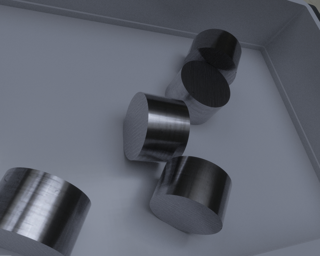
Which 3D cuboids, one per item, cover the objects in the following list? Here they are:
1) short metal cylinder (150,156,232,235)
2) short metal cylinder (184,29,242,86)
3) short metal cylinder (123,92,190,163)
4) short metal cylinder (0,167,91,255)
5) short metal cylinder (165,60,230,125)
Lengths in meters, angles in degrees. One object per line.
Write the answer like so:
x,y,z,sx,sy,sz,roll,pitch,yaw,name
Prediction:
0.035,0.076,0.345,0.080,0.080,0.050,32,52,-8,short metal cylinder
0.082,-0.105,0.481,0.080,0.080,0.050,30,52,-10,short metal cylinder
-0.007,0.001,0.368,0.050,0.080,0.080,9,58,-24,short metal cylinder
-0.107,0.077,0.266,0.080,0.080,0.050,27,52,-12,short metal cylinder
0.054,-0.051,0.452,0.081,0.050,0.080,14,56,-21,short metal cylinder
